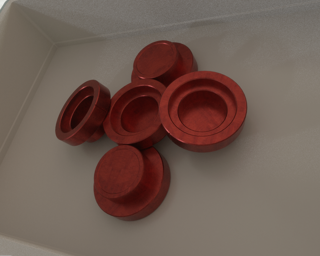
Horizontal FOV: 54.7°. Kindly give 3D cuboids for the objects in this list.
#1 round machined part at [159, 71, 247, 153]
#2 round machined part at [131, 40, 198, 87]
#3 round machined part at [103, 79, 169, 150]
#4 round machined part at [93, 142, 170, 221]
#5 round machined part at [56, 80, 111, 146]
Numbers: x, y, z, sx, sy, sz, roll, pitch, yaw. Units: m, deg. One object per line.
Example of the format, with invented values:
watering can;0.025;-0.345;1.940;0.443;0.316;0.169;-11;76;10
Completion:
round machined part;0.050;-0.016;0.365;0.098;0.042;0.098;-4;63;8
round machined part;0.001;-0.087;0.445;0.098;0.042;0.098;-13;56;21
round machined part;-0.023;-0.014;0.413;0.098;0.042;0.098;-13;56;21
round machined part;-0.041;0.059;0.378;0.098;0.042;0.098;-13;56;21
round machined part;-0.103;-0.018;0.448;0.098;0.042;0.098;-28;45;32
